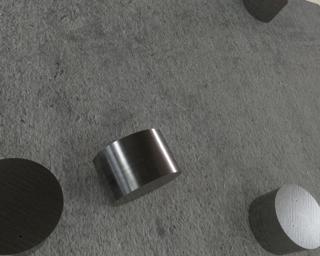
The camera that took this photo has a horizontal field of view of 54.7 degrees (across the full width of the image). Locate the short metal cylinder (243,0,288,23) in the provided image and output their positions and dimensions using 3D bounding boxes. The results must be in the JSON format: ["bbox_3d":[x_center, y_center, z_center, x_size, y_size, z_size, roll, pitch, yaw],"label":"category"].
[{"bbox_3d":[0.232,-0.281,0.684,0.081,0.050,0.080,14,56,-21],"label":"short metal cylinder"}]

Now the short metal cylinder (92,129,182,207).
[{"bbox_3d":[-0.024,0.043,0.329,0.081,0.080,0.050,-16,70,-34],"label":"short metal cylinder"}]

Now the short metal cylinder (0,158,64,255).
[{"bbox_3d":[-0.131,0.073,0.273,0.081,0.050,0.080,14,56,-21],"label":"short metal cylinder"}]

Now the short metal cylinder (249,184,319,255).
[{"bbox_3d":[0.164,0.119,0.403,0.081,0.050,0.080,14,56,-21],"label":"short metal cylinder"}]
